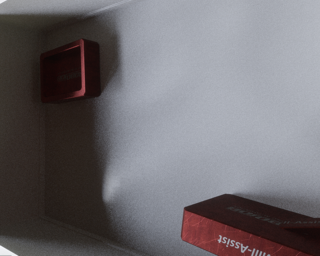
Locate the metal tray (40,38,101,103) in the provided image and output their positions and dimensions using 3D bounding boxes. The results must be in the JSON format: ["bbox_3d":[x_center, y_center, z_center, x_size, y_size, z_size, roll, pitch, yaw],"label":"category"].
[{"bbox_3d":[-0.156,-0.092,0.529,0.130,0.030,0.089,-3,88,39],"label":"metal tray"}]

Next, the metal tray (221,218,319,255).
[{"bbox_3d":[0.125,0.127,0.268,0.130,0.030,0.089,-8,86,21],"label":"metal tray"}]

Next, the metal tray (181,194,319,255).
[{"bbox_3d":[0.097,0.098,0.283,0.130,0.091,0.030,9,96,39],"label":"metal tray"}]
